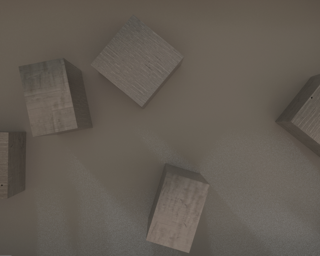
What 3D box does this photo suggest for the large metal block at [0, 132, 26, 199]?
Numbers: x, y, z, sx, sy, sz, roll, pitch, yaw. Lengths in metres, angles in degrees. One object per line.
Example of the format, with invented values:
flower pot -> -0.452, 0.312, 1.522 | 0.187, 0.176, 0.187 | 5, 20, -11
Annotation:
large metal block -> -0.223, 0.044, 0.396 | 0.081, 0.050, 0.079 | 1, 90, -1

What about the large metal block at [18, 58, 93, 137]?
large metal block -> -0.124, -0.034, 0.382 | 0.050, 0.080, 0.080 | -11, 90, 0

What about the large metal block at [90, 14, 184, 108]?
large metal block -> -0.027, -0.081, 0.399 | 0.080, 0.050, 0.080 | 40, 90, -1

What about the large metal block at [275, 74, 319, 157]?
large metal block -> 0.215, -0.015, 0.402 | 0.080, 0.050, 0.080 | 38, 90, -1

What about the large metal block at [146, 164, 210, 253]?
large metal block -> 0.020, 0.094, 0.384 | 0.050, 0.080, 0.080 | 17, 90, 0
